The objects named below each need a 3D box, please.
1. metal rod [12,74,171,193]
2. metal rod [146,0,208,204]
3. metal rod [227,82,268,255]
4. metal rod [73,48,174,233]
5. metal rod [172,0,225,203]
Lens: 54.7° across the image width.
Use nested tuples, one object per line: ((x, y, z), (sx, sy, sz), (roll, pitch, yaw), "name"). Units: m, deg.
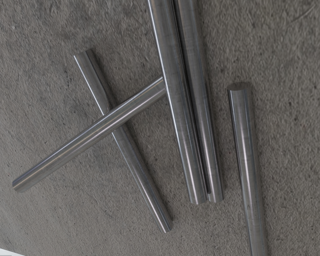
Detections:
((-0.103, 0.016, 0.425), (0.300, 0.025, 0.025), (-32, 101, 23), "metal rod")
((0.020, -0.039, 0.348), (0.025, 0.025, 0.298), (1, 118, 28), "metal rod")
((0.118, 0.086, 0.397), (0.025, 0.025, 0.298), (0, 119, 28), "metal rod")
((-0.045, 0.031, 0.449), (0.025, 0.025, 0.299), (-10, 114, 32), "metal rod")
((0.046, -0.037, 0.359), (0.025, 0.025, 0.298), (1, 119, 27), "metal rod")
